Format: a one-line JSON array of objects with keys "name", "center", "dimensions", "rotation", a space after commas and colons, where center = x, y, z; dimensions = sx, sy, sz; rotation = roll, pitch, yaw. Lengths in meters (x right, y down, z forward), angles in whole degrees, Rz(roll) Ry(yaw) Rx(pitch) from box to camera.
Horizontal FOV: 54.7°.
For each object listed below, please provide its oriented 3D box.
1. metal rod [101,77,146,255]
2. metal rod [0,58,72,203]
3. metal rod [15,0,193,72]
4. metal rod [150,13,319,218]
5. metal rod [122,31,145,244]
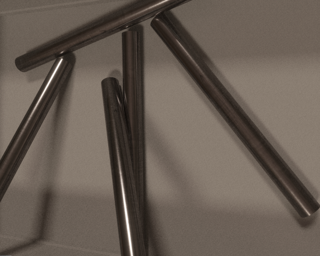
[{"name": "metal rod", "center": [-0.043, 0.062, 0.360], "dimensions": [0.025, 0.025, 0.299], "rotation": [-24, 57, 18]}, {"name": "metal rod", "center": [-0.197, 0.036, 0.419], "dimensions": [0.025, 0.025, 0.299], "rotation": [16, 73, 19]}, {"name": "metal rod", "center": [-0.084, -0.134, 0.425], "dimensions": [0.300, 0.025, 0.025], "rotation": [-15, 85, 24]}, {"name": "metal rod", "center": [0.084, -0.024, 0.380], "dimensions": [0.025, 0.025, 0.299], "rotation": [-39, 78, 15]}, {"name": "metal rod", "center": [-0.036, 0.020, 0.422], "dimensions": [0.025, 0.025, 0.298], "rotation": [-1, 90, 19]}]
